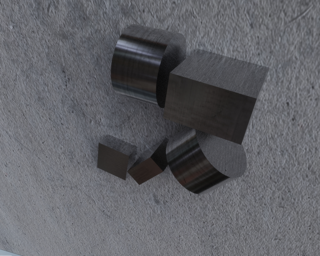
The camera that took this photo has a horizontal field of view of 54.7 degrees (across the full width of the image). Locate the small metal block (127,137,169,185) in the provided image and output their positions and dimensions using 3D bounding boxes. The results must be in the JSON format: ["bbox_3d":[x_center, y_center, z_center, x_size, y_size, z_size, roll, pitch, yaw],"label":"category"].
[{"bbox_3d":[-0.010,0.045,0.422,0.025,0.050,0.050,49,128,-7],"label":"small metal block"}]

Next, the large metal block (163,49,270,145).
[{"bbox_3d":[0.059,-0.036,0.317,0.080,0.080,0.050,20,126,16],"label":"large metal block"}]

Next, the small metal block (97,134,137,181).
[{"bbox_3d":[-0.065,0.044,0.467,0.050,0.025,0.050,22,127,14],"label":"small metal block"}]

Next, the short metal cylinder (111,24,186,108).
[{"bbox_3d":[-0.010,-0.067,0.334,0.050,0.080,0.079,18,125,18],"label":"short metal cylinder"}]

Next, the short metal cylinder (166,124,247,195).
[{"bbox_3d":[0.054,0.031,0.361,0.080,0.080,0.050,47,129,-5],"label":"short metal cylinder"}]
